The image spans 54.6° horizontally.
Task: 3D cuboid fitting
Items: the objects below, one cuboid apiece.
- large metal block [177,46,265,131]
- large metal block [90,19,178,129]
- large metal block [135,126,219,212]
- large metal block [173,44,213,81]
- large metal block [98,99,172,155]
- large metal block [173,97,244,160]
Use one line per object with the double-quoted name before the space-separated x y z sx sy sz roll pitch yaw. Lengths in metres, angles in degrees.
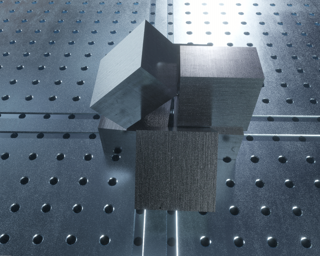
"large metal block" 0.061 -0.042 0.343 0.080 0.080 0.050 1 50 1
"large metal block" -0.027 -0.058 0.345 0.080 0.050 0.080 -31 40 33
"large metal block" 0.017 0.041 0.331 0.080 0.050 0.080 2 95 1
"large metal block" 0.027 -0.081 0.431 0.080 0.080 0.050 2 89 1
"large metal block" -0.027 -0.011 0.401 0.080 0.050 0.080 5 50 4
"large metal block" 0.058 -0.008 0.398 0.080 0.050 0.080 2 50 2
